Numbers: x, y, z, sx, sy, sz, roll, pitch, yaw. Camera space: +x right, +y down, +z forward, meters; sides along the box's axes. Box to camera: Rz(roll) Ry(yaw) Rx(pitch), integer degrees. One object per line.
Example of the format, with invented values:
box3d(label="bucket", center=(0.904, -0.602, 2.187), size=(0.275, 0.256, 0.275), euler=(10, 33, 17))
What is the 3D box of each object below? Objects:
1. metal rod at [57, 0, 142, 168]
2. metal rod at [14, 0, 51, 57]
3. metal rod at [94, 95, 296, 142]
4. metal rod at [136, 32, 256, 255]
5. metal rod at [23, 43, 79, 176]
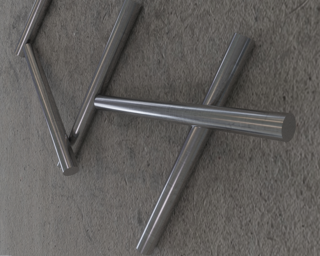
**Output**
box3d(label="metal rod", center=(-0.102, -0.056, 0.489), size=(0.025, 0.025, 0.298), euler=(42, 115, 32))
box3d(label="metal rod", center=(-0.208, -0.260, 0.577), size=(0.298, 0.025, 0.025), euler=(-52, 60, 27))
box3d(label="metal rod", center=(0.009, -0.020, 0.371), size=(0.300, 0.025, 0.025), euler=(11, 97, 47))
box3d(label="metal rod", center=(0.035, 0.033, 0.376), size=(0.025, 0.025, 0.298), euler=(36, 112, 34))
box3d(label="metal rod", center=(-0.199, -0.047, 0.548), size=(0.025, 0.025, 0.299), euler=(-48, 55, 29))
